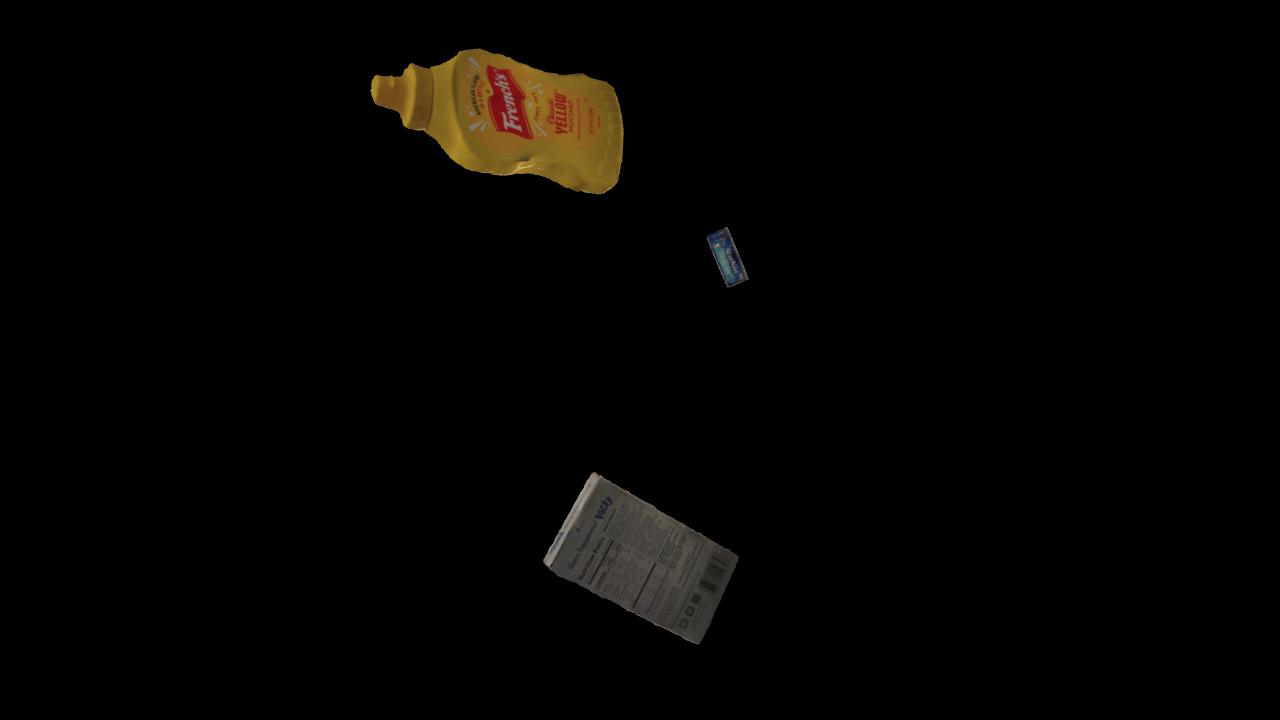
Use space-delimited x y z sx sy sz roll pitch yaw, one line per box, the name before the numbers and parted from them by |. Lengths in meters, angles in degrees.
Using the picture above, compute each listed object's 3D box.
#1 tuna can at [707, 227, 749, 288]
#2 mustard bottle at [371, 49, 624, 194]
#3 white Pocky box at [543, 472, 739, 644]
tuna can | 0.128 -0.149 0.898 0.034 0.084 0.084 -22 -4 11
mustard bottle | -0.103 -0.182 0.462 0.184 0.092 0.054 1 -1 -32
white Pocky box | 0.005 0.167 0.516 0.154 0.084 0.028 34 -14 -18
